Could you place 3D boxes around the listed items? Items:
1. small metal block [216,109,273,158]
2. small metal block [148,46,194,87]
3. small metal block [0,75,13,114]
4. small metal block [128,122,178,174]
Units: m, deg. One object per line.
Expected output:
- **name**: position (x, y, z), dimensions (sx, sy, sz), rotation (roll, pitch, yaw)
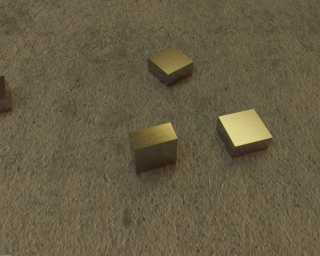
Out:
- **small metal block**: position (0.107, 0.006, 0.398), dimensions (0.050, 0.025, 0.050), rotation (-13, 51, -11)
- **small metal block**: position (0.016, -0.097, 0.485), dimensions (0.050, 0.025, 0.050), rotation (-31, 57, -23)
- **small metal block**: position (-0.241, -0.044, 0.438), dimensions (0.050, 0.025, 0.050), rotation (-16, 52, -13)
- **small metal block**: position (-0.008, 0.025, 0.366), dimensions (0.050, 0.050, 0.025), rotation (-14, 52, -12)
